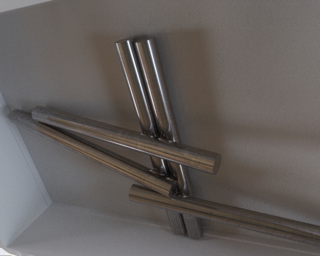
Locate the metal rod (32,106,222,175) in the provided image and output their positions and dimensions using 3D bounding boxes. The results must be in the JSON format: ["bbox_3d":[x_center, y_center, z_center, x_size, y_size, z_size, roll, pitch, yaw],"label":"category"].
[{"bbox_3d":[-0.064,0.009,0.419,0.300,0.025,0.025,14,125,28],"label":"metal rod"}]

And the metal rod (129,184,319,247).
[{"bbox_3d":[0.103,0.116,0.401,0.301,0.025,0.025,10,123,16],"label":"metal rod"}]

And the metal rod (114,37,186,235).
[{"bbox_3d":[-0.005,0.028,0.423,0.025,0.025,0.298,-1,118,28],"label":"metal rod"}]

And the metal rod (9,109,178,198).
[{"bbox_3d":[-0.113,0.030,0.467,0.301,0.025,0.025,21,127,21],"label":"metal rod"}]

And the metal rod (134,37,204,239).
[{"bbox_3d":[0.019,0.031,0.413,0.025,0.025,0.298,-1,118,28],"label":"metal rod"}]
